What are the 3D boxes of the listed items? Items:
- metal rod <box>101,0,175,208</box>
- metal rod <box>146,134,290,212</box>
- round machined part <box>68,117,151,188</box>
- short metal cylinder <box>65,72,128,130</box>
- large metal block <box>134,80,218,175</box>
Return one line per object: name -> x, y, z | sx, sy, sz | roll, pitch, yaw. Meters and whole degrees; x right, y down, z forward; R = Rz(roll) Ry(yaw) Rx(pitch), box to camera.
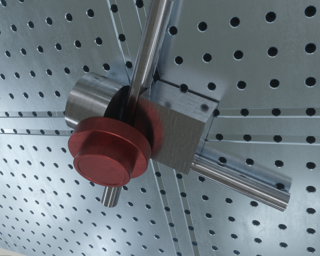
metal rod -> -0.036, -0.013, 0.396 | 0.025, 0.025, 0.298 | 25, 120, 12
metal rod -> 0.022, 0.037, 0.421 | 0.301, 0.025, 0.025 | 22, 127, 14
round machined part -> -0.063, 0.035, 0.369 | 0.098, 0.042, 0.097 | 9, 140, 8
short metal cylinder -> -0.075, -0.025, 0.397 | 0.050, 0.080, 0.079 | 23, 127, 14
large metal block -> 0.016, -0.001, 0.380 | 0.080, 0.050, 0.079 | 23, 127, 13
